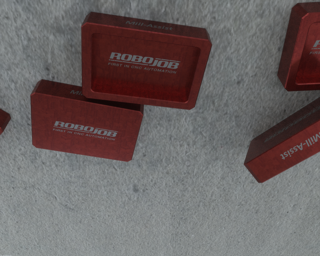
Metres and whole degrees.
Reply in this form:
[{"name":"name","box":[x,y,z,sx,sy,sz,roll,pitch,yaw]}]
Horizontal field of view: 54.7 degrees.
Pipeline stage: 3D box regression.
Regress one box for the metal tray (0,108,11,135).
[{"name":"metal tray","box":[-0.271,0.005,0.404,0.130,0.030,0.090,-37,121,27]}]

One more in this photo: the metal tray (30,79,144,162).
[{"name":"metal tray","box":[-0.093,-0.006,0.398,0.131,0.030,0.089,10,130,-9]}]

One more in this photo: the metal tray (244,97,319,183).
[{"name":"metal tray","box":[0.167,0.007,0.371,0.130,0.090,0.030,-38,90,27]}]

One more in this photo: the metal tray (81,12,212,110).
[{"name":"metal tray","box":[-0.018,-0.071,0.343,0.131,0.030,0.089,6,130,-6]}]

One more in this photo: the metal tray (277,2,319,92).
[{"name":"metal tray","box":[0.203,-0.087,0.332,0.131,0.030,0.089,-3,130,1]}]
